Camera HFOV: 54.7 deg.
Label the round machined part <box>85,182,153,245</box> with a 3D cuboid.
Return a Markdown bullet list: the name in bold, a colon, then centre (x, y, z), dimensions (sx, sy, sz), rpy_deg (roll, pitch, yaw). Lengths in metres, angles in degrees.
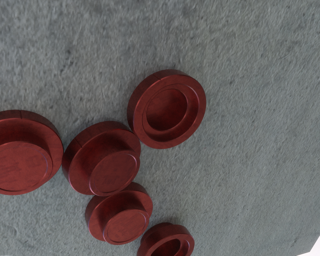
- **round machined part**: centre (-0.055, 0.129, 0.448), dimensions (0.099, 0.042, 0.097), rpy_deg (-14, 125, -21)

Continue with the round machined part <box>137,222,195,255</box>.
- **round machined part**: centre (0.006, 0.200, 0.525), dimensions (0.099, 0.042, 0.097), rpy_deg (-14, 125, -21)

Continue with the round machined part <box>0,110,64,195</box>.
- **round machined part**: centre (-0.154, 0.033, 0.333), dimensions (0.099, 0.042, 0.097), rpy_deg (-14, 125, -21)

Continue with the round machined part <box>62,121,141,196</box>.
- **round machined part**: centre (-0.064, 0.043, 0.376), dimensions (0.099, 0.042, 0.097), rpy_deg (-25, 135, -27)

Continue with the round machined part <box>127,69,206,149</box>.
- **round machined part**: centre (0.005, -0.026, 0.382), dimensions (0.099, 0.042, 0.097), rpy_deg (-15, 124, -23)
